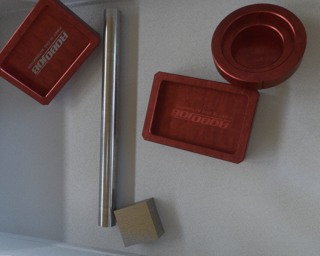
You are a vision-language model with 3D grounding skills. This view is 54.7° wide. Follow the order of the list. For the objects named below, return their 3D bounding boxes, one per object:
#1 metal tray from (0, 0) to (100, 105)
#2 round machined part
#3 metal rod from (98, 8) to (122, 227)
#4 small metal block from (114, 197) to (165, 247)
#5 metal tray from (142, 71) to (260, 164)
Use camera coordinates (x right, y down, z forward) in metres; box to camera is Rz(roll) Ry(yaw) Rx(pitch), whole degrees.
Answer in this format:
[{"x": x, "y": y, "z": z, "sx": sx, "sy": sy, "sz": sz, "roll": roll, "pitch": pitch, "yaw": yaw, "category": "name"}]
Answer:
[{"x": -0.159, "y": -0.107, "z": 0.436, "sx": 0.090, "sy": 0.030, "sz": 0.130, "roll": 38, "pitch": 105, "yaw": -23, "category": "metal tray"}, {"x": 0.110, "y": -0.087, "z": 0.353, "sx": 0.098, "sy": 0.042, "sz": 0.098, "roll": -5, "pitch": 71, "yaw": 15, "category": "round machined part"}, {"x": -0.070, "y": -0.014, "z": 0.433, "sx": 0.025, "sy": 0.025, "sz": 0.298, "roll": 2, "pitch": 91, "yaw": 19, "category": "metal rod"}, {"x": -0.028, "y": 0.127, "z": 0.419, "sx": 0.050, "sy": 0.025, "sz": 0.050, "roll": -21, "pitch": 83, "yaw": 18, "category": "small metal block"}, {"x": 0.050, "y": -0.015, "z": 0.389, "sx": 0.130, "sy": 0.030, "sz": 0.089, "roll": 14, "pitch": 94, "yaw": 19, "category": "metal tray"}]
